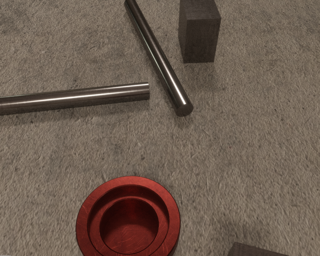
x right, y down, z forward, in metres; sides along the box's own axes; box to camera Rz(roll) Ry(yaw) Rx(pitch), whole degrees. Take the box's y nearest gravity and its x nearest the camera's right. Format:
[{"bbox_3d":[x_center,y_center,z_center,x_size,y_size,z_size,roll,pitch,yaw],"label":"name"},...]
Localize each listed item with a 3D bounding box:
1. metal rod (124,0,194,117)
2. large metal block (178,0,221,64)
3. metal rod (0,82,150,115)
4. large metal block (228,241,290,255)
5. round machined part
[{"bbox_3d":[-0.012,-0.134,0.515,0.025,0.025,0.299,-14,52,-12],"label":"metal rod"},{"bbox_3d":[0.061,-0.163,0.506,0.050,0.080,0.080,-3,50,-3],"label":"large metal block"},{"bbox_3d":[-0.166,-0.037,0.431,0.302,0.025,0.025,-7,51,-6],"label":"metal rod"},{"bbox_3d":[0.072,0.149,0.244,0.050,0.080,0.080,12,51,9],"label":"large metal block"},{"bbox_3d":[-0.030,0.100,0.307,0.099,0.042,0.098,0,50,0],"label":"round machined part"}]
